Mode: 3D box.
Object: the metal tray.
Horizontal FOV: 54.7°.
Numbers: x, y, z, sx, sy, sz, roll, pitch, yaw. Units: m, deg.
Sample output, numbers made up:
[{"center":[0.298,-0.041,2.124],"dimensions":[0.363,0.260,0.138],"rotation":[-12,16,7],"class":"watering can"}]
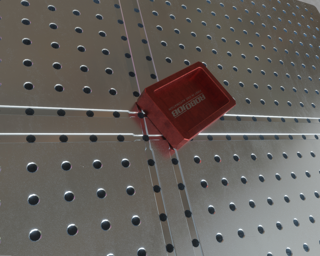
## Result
[{"center":[0.042,-0.038,0.452],"dimensions":[0.131,0.030,0.090],"rotation":[-33,81,-38],"class":"metal tray"}]
